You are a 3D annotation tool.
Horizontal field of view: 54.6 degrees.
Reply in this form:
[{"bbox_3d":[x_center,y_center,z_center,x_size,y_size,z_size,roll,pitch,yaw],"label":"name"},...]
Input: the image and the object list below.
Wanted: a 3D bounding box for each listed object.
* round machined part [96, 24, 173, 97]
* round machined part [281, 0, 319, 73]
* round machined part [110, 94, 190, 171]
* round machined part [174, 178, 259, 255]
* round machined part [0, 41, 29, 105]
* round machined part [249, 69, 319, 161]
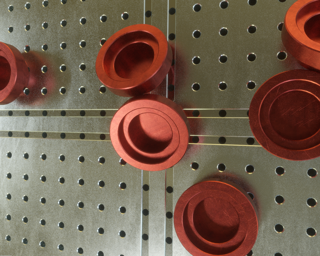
[{"bbox_3d":[-0.030,-0.083,0.402,0.098,0.042,0.098,-8,63,18],"label":"round machined part"},{"bbox_3d":[0.179,-0.095,0.325,0.098,0.042,0.098,-4,56,7],"label":"round machined part"},{"bbox_3d":[-0.010,0.002,0.395,0.098,0.042,0.097,4,115,9],"label":"round machined part"},{"bbox_3d":[0.070,0.110,0.379,0.098,0.042,0.097,0,90,20],"label":"round machined part"},{"bbox_3d":[-0.250,-0.085,0.493,0.098,0.042,0.097,0,90,20],"label":"round machined part"},{"bbox_3d":[0.152,-0.014,0.349,0.098,0.042,0.097,0,91,20],"label":"round machined part"}]
